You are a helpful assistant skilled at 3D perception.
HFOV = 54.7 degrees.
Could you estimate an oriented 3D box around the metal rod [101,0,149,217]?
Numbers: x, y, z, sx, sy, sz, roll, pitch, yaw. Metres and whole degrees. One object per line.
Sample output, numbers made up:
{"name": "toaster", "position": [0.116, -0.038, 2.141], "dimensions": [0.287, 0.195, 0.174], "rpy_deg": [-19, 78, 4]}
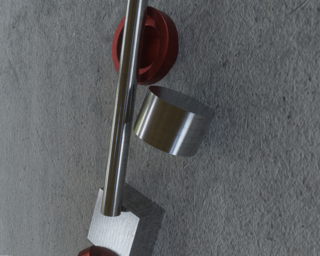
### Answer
{"name": "metal rod", "position": [-0.042, -0.040, 0.380], "dimensions": [0.025, 0.025, 0.298], "rpy_deg": [11, 95, 39]}

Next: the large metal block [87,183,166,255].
{"name": "large metal block", "position": [-0.048, 0.133, 0.429], "dimensions": [0.080, 0.050, 0.079], "rpy_deg": [26, 106, 37]}

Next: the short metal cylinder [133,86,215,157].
{"name": "short metal cylinder", "position": [0.016, -0.009, 0.356], "dimensions": [0.080, 0.081, 0.050], "rpy_deg": [35, 112, 34]}

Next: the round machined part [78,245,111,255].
{"name": "round machined part", "position": [-0.073, 0.209, 0.431], "dimensions": [0.042, 0.098, 0.098], "rpy_deg": [-25, 71, 0]}

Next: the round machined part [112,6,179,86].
{"name": "round machined part", "position": [-0.015, -0.104, 0.406], "dimensions": [0.098, 0.042, 0.097], "rpy_deg": [0, 90, 40]}
